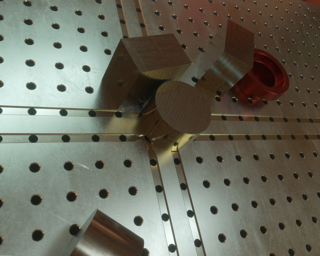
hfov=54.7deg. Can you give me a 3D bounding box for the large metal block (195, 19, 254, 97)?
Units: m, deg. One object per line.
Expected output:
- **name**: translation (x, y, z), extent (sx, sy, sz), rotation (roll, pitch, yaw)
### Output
- **large metal block**: translation (0.104, -0.111, 0.496), extent (0.050, 0.080, 0.080), rotation (24, 53, -14)

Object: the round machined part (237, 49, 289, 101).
- **round machined part**: translation (0.174, -0.088, 0.545), extent (0.099, 0.042, 0.098), rotation (14, 56, -21)

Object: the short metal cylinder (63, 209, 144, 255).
- **short metal cylinder**: translation (-0.058, 0.119, 0.269), extent (0.050, 0.080, 0.080), rotation (35, 51, -5)

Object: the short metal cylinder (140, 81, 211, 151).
- **short metal cylinder**: translation (0.020, -0.016, 0.413), extent (0.081, 0.050, 0.080), rotation (14, 56, -21)

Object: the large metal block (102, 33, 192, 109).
- **large metal block**: translation (-0.019, -0.075, 0.408), extent (0.081, 0.080, 0.050), rotation (-18, 72, -35)
